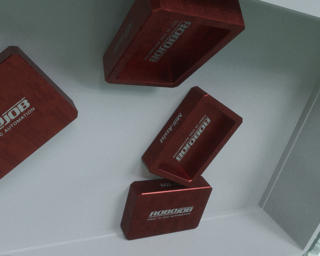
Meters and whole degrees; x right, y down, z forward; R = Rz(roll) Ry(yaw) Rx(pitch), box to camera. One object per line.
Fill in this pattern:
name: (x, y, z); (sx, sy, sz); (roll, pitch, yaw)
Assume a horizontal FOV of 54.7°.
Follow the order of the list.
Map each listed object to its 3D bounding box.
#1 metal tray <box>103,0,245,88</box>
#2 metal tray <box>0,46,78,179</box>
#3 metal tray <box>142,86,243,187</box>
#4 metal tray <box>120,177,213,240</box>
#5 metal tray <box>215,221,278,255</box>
metal tray: (0.006, -0.082, 0.304); (0.091, 0.030, 0.129); (0, 162, -28)
metal tray: (-0.163, -0.007, 0.312); (0.130, 0.030, 0.090); (-39, 129, -2)
metal tray: (0.047, 0.016, 0.440); (0.090, 0.030, 0.130); (28, 103, -38)
metal tray: (0.011, 0.124, 0.488); (0.131, 0.030, 0.089); (1, 118, -29)
metal tray: (0.185, 0.258, 0.667); (0.131, 0.030, 0.089); (-7, 122, -25)
